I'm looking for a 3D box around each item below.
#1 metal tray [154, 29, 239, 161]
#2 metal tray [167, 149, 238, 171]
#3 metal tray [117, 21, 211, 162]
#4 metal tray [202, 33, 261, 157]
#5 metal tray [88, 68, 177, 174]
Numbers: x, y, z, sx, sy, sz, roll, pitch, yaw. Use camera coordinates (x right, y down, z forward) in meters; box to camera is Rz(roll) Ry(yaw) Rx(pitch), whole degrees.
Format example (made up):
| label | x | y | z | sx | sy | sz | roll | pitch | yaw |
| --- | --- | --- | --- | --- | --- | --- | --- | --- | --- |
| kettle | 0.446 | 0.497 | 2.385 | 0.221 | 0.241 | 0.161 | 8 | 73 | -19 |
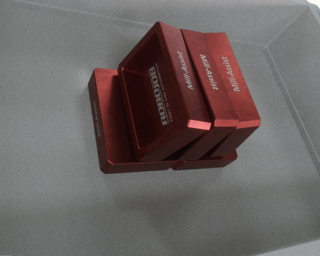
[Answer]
| label | x | y | z | sx | sy | sz | roll | pitch | yaw |
| --- | --- | --- | --- | --- | --- | --- | --- | --- | --- |
| metal tray | 0.034 | -0.038 | 0.362 | 0.030 | 0.090 | 0.130 | 0 | 60 | -28 |
| metal tray | 0.046 | -0.009 | 0.430 | 0.091 | 0.030 | 0.130 | 0 | 62 | -28 |
| metal tray | -0.002 | -0.038 | 0.342 | 0.030 | 0.090 | 0.130 | 8 | 57 | -39 |
| metal tray | 0.070 | -0.040 | 0.382 | 0.030 | 0.090 | 0.130 | -7 | 65 | -15 |
| metal tray | -0.035 | -0.011 | 0.387 | 0.091 | 0.030 | 0.130 | 0 | 62 | -28 |
